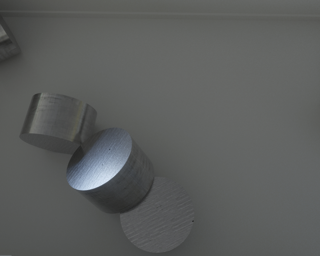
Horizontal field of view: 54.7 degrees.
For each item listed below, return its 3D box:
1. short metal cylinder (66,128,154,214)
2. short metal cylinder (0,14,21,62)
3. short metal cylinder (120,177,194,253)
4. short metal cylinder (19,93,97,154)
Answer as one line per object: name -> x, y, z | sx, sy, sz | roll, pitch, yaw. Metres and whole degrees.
short metal cylinder -> -0.054, 0.046, 0.341 | 0.080, 0.050, 0.080 | -18, 42, 18
short metal cylinder -> -0.237, -0.130, 0.426 | 0.050, 0.080, 0.080 | -29, 73, -10
short metal cylinder -> -0.003, 0.101, 0.359 | 0.081, 0.050, 0.080 | 0, 70, 0
short metal cylinder -> -0.123, -0.003, 0.380 | 0.080, 0.080, 0.050 | 8, 70, 3
